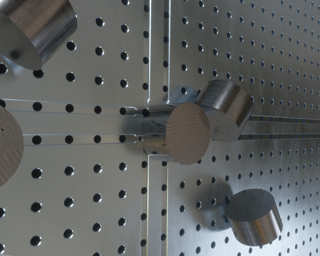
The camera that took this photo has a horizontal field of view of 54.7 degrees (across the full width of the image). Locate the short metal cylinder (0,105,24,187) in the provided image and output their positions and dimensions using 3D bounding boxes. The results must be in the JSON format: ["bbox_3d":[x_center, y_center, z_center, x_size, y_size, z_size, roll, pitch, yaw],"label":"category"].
[{"bbox_3d":[-0.163,0.015,0.257,0.081,0.050,0.079,0,90,-40],"label":"short metal cylinder"}]

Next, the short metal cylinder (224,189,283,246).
[{"bbox_3d":[0.152,0.144,0.504,0.080,0.080,0.050,-37,113,-34],"label":"short metal cylinder"}]

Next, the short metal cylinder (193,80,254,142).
[{"bbox_3d":[0.088,-0.024,0.449,0.080,0.080,0.050,50,61,-29],"label":"short metal cylinder"}]

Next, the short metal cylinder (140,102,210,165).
[{"bbox_3d":[0.021,0.007,0.413,0.081,0.050,0.079,0,90,-40],"label":"short metal cylinder"}]

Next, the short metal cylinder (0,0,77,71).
[{"bbox_3d":[-0.122,-0.097,0.272,0.080,0.080,0.050,47,62,-30],"label":"short metal cylinder"}]
